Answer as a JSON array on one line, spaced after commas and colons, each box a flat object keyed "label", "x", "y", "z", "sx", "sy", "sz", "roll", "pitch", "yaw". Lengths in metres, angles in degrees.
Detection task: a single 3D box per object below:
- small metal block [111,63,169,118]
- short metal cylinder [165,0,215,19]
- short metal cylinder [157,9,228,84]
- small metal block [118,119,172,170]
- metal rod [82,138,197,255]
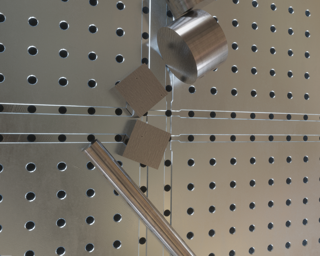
[{"label": "small metal block", "x": -0.027, "y": -0.048, "z": 0.403, "sx": 0.050, "sy": 0.025, "sz": 0.050, "roll": -42, "pitch": 103, "yaw": -15}, {"label": "short metal cylinder", "x": 0.043, "y": -0.182, "z": 0.399, "sx": 0.080, "sy": 0.080, "sz": 0.050, "roll": -32, "pitch": 101, "yaw": -17}, {"label": "short metal cylinder", "x": 0.040, "y": -0.104, "z": 0.398, "sx": 0.050, "sy": 0.080, "sz": 0.080, "roll": -35, "pitch": 102, "yaw": -17}, {"label": "small metal block", "x": -0.020, "y": 0.021, "z": 0.405, "sx": 0.050, "sy": 0.025, "sz": 0.050, "roll": 24, "pitch": 82, "yaw": -19}, {"label": "metal rod", "x": 0.003, "y": 0.136, "z": 0.413, "sx": 0.025, "sy": 0.025, "sz": 0.300, "roll": -41, "pitch": 103, "yaw": -15}]
